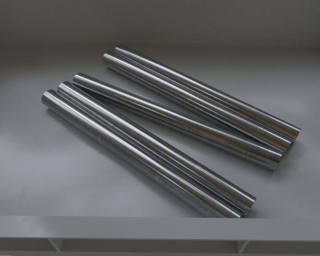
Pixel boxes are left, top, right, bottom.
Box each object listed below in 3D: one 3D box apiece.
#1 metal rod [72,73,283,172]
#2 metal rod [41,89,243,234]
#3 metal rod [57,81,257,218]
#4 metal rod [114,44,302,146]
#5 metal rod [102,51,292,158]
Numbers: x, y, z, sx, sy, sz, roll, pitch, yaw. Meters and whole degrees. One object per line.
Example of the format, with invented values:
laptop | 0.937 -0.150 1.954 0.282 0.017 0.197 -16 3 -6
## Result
metal rod | 0.010 -0.015 0.416 0.301 0.025 0.025 23 54 18
metal rod | -0.039 0.028 0.380 0.300 0.025 0.025 31 57 23
metal rod | -0.021 0.015 0.391 0.300 0.025 0.025 31 57 23
metal rod | 0.054 -0.057 0.451 0.300 0.025 0.025 30 56 22
metal rod | 0.036 -0.042 0.439 0.300 0.025 0.025 30 56 22
